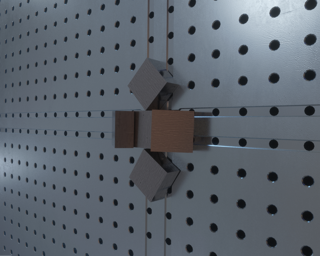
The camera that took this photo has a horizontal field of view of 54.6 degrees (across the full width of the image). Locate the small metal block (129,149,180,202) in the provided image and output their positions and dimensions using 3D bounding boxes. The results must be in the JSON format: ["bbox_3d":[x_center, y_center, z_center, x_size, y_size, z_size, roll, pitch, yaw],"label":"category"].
[{"bbox_3d":[-0.009,0.062,0.417,0.050,0.025,0.050,42,116,33],"label":"small metal block"}]

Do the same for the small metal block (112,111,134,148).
[{"bbox_3d":[-0.053,0.001,0.438,0.050,0.025,0.050,-170,81,-76],"label":"small metal block"}]

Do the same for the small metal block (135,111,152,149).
[{"bbox_3d":[-0.010,0.002,0.418,0.050,0.025,0.050,2,90,40],"label":"small metal block"}]

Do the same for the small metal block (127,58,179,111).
[{"bbox_3d":[-0.010,-0.058,0.419,0.050,0.025,0.050,-51,59,27],"label":"small metal block"}]

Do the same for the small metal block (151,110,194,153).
[{"bbox_3d":[0.015,0.004,0.380,0.050,0.025,0.050,2,92,-1],"label":"small metal block"}]
